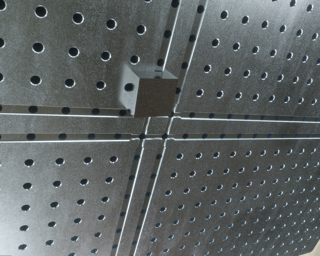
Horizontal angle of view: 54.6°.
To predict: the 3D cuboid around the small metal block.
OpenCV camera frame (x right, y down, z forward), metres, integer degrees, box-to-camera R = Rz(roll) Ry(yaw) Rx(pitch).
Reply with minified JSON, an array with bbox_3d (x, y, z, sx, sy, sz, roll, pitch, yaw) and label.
[{"bbox_3d":[-0.010,-0.041,0.380,0.050,0.025,0.050,-4,120,-27],"label":"small metal block"}]
